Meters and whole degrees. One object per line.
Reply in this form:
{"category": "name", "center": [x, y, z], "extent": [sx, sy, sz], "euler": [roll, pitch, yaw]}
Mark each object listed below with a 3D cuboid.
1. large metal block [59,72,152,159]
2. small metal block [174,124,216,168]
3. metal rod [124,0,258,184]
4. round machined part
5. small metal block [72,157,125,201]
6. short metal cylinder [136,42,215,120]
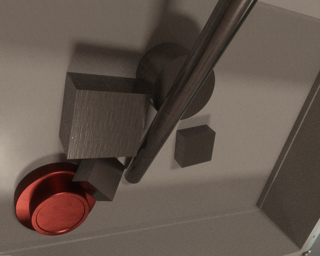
{"category": "large metal block", "center": [-0.064, -0.013, 0.350], "extent": [0.081, 0.050, 0.079], "euler": [1, 118, -29]}
{"category": "small metal block", "center": [0.050, 0.026, 0.455], "extent": [0.050, 0.025, 0.050], "euler": [-11, 123, -23]}
{"category": "metal rod", "center": [0.014, -0.020, 0.324], "extent": [0.025, 0.025, 0.298], "euler": [-3, 146, -27]}
{"category": "round machined part", "center": [-0.127, 0.095, 0.388], "extent": [0.099, 0.042, 0.097], "euler": [-14, 125, -21]}
{"category": "small metal block", "center": [-0.075, 0.057, 0.386], "extent": [0.050, 0.025, 0.050], "euler": [53, 42, -39]}
{"category": "short metal cylinder", "center": [0.018, -0.056, 0.369], "extent": [0.081, 0.050, 0.079], "euler": [-14, 125, -21]}
